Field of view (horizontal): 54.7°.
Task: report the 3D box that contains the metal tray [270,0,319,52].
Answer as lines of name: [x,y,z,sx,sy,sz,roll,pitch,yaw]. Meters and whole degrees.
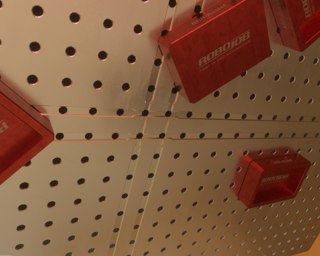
metal tray: [0.192,-0.177,0.405,0.090,0.030,0.130,-41,130,-1]

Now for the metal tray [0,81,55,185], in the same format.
metal tray: [-0.189,0.019,0.316,0.130,0.030,0.090,-40,130,-1]

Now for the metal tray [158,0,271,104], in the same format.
metal tray: [0.072,-0.101,0.387,0.131,0.030,0.090,-33,129,-8]

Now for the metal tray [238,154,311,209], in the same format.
metal tray: [0.220,0.101,0.593,0.131,0.030,0.089,-4,120,-27]
